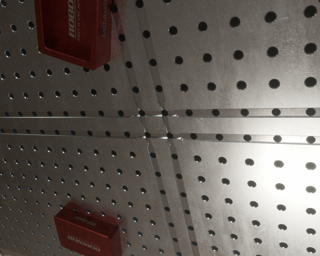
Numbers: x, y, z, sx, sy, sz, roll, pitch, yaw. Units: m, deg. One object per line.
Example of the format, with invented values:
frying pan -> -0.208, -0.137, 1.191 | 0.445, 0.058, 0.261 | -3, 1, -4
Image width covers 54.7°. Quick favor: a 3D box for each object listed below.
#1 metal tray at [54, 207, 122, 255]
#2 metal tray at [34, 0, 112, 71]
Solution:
metal tray -> -0.142, 0.216, 0.614 | 0.130, 0.030, 0.089 | 13, 124, 20
metal tray -> -0.105, -0.144, 0.372 | 0.090, 0.030, 0.129 | 20, 126, 15
